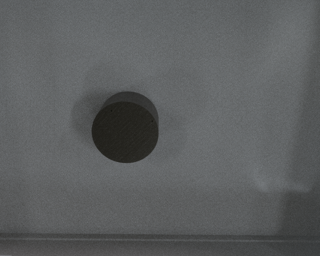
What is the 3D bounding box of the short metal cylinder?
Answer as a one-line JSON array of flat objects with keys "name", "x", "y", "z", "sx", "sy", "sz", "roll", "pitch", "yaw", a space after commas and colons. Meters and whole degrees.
[{"name": "short metal cylinder", "x": -0.042, "y": -0.002, "z": 0.397, "sx": 0.080, "sy": 0.050, "sz": 0.079, "roll": 0, "pitch": 110, "yaw": 0}]
